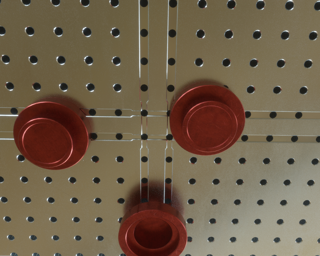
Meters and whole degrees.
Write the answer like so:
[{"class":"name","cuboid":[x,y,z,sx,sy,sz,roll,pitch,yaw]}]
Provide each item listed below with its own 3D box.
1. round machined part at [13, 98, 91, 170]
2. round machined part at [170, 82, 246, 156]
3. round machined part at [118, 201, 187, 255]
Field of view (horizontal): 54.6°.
[{"class":"round machined part","cuboid":[-0.144,0.013,0.408,0.099,0.042,0.097,0,110,0]},{"class":"round machined part","cuboid":[0.062,-0.008,0.402,0.099,0.042,0.097,0,110,0]},{"class":"round machined part","cuboid":[-0.010,0.150,0.459,0.099,0.042,0.097,0,110,0]}]
